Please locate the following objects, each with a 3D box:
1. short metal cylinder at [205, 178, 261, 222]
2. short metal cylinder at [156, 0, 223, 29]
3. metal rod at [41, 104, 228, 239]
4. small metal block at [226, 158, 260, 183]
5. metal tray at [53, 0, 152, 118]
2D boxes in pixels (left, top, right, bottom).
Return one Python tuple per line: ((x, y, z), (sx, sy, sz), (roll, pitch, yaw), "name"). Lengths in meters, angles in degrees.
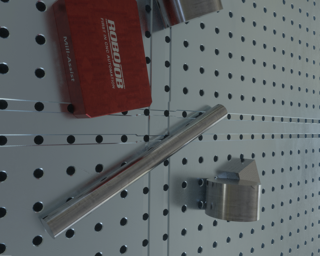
((0.109, 0.105, 0.465), (0.081, 0.080, 0.050), (6, 87, -40), "short metal cylinder")
((0.037, -0.167, 0.404), (0.081, 0.080, 0.050), (-30, 109, -36), "short metal cylinder")
((-0.009, 0.038, 0.401), (0.302, 0.025, 0.025), (-32, 110, -36), "metal rod")
((0.144, 0.086, 0.530), (0.050, 0.025, 0.050), (-28, 108, -37), "small metal block")
((-0.061, -0.082, 0.354), (0.091, 0.030, 0.129), (-15, 100, -39), "metal tray")
